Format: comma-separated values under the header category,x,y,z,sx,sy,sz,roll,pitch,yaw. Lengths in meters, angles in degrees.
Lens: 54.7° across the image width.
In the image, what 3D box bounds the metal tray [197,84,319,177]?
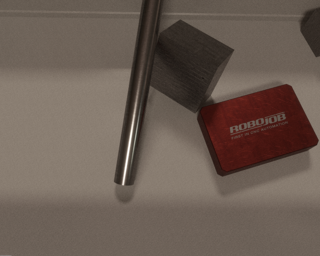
category,x,y,z,sx,sy,sz,roll,pitch,yaw
metal tray,0.125,0.002,0.408,0.131,0.030,0.090,-16,71,-6

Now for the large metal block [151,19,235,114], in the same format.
category,x,y,z,sx,sy,sz,roll,pitch,yaw
large metal block,0.036,-0.079,0.403,0.080,0.079,0.050,33,48,11

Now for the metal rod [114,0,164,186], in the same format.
category,x,y,z,sx,sy,sz,roll,pitch,yaw
metal rod,-0.020,-0.078,0.374,0.025,0.025,0.298,10,95,3

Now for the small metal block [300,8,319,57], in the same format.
category,x,y,z,sx,sy,sz,roll,pitch,yaw
small metal block,0.238,-0.140,0.451,0.025,0.050,0.050,-18,71,-7
